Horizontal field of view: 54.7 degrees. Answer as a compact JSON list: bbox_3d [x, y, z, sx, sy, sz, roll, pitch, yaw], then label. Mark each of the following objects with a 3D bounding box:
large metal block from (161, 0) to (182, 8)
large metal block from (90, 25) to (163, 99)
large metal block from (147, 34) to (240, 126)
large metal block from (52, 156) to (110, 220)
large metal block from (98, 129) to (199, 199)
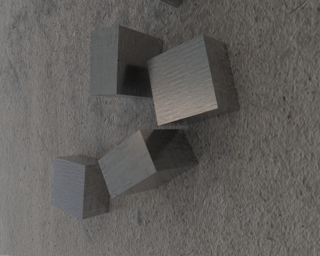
[{"bbox_3d":[0.015,-0.211,0.376,0.080,0.050,0.080,-39,66,33],"label":"large metal block"},{"bbox_3d":[-0.042,-0.080,0.404,0.050,0.081,0.079,4,92,40],"label":"large metal block"},{"bbox_3d":[0.037,-0.050,0.358,0.080,0.050,0.080,-16,80,39],"label":"large metal block"},{"bbox_3d":[-0.125,0.090,0.492,0.080,0.050,0.079,7,94,39],"label":"large metal block"},{"bbox_3d":[-0.014,0.042,0.381,0.080,0.081,0.050,-36,68,34],"label":"large metal block"}]
